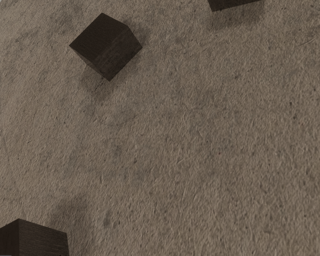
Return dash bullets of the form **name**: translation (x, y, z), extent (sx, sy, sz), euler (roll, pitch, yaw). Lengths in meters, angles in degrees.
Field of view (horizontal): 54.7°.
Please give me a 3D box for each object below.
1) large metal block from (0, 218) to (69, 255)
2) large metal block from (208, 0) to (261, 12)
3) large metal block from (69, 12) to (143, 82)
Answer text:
- **large metal block**: translation (-0.147, 0.158, 0.347), extent (0.050, 0.080, 0.080), euler (-29, 52, 10)
- **large metal block**: translation (0.114, -0.232, 0.470), extent (0.080, 0.050, 0.080), euler (-5, 60, 25)
- **large metal block**: translation (-0.091, -0.136, 0.517), extent (0.080, 0.050, 0.080), euler (-47, 52, -5)
